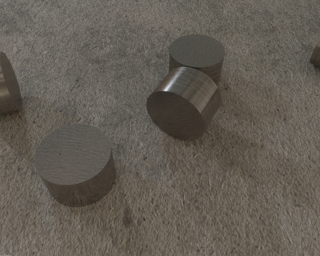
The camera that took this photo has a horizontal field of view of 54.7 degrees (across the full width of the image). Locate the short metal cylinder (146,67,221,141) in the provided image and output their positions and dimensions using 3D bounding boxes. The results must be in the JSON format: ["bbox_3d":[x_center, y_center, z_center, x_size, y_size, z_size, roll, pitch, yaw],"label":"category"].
[{"bbox_3d":[0.030,-0.030,0.393,0.080,0.080,0.050,23,54,18],"label":"short metal cylinder"}]

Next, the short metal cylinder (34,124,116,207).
[{"bbox_3d":[-0.093,0.042,0.351,0.080,0.050,0.080,0,50,0],"label":"short metal cylinder"}]

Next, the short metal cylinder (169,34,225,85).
[{"bbox_3d":[0.054,-0.098,0.469,0.080,0.050,0.080,0,50,0],"label":"short metal cylinder"}]

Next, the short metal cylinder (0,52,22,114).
[{"bbox_3d":[-0.224,-0.057,0.414,0.050,0.080,0.080,-15,52,-12],"label":"short metal cylinder"}]

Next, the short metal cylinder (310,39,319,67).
[{"bbox_3d":[0.276,-0.126,0.475,0.050,0.080,0.080,34,58,25],"label":"short metal cylinder"}]
